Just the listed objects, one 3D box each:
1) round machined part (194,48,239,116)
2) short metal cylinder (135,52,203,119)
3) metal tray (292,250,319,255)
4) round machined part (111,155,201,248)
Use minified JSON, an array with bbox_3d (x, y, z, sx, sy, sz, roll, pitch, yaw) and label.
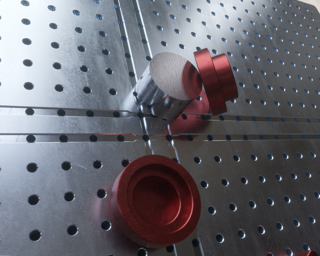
[{"bbox_3d":[0.084,-0.070,0.450,0.042,0.098,0.098,-18,64,10],"label":"round machined part"},{"bbox_3d":[0.012,-0.059,0.437,0.081,0.050,0.080,14,56,-21],"label":"short metal cylinder"},{"bbox_3d":[0.200,0.230,0.374,0.091,0.030,0.130,-32,80,-38],"label":"metal tray"},{"bbox_3d":[-0.007,0.082,0.344,0.099,0.042,0.098,14,56,-21],"label":"round machined part"}]
